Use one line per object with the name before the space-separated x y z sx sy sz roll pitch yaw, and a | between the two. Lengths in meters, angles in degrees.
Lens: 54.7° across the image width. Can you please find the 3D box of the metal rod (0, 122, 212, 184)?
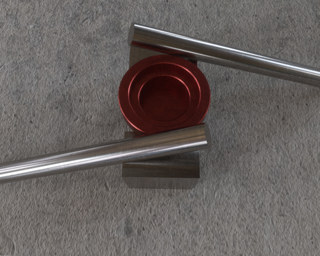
metal rod | -0.094 0.035 0.336 0.301 0.025 0.025 -12 69 19

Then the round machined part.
round machined part | 0.005 -0.030 0.349 0.099 0.042 0.098 0 70 -1

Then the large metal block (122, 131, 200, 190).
large metal block | 0.001 0.041 0.365 0.081 0.080 0.050 1 70 0

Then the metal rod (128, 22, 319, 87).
metal rod | 0.109 -0.083 0.384 0.302 0.025 0.025 7 69 -21

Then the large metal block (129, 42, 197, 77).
large metal block | 0.004 -0.072 0.406 0.081 0.080 0.050 1 70 0
